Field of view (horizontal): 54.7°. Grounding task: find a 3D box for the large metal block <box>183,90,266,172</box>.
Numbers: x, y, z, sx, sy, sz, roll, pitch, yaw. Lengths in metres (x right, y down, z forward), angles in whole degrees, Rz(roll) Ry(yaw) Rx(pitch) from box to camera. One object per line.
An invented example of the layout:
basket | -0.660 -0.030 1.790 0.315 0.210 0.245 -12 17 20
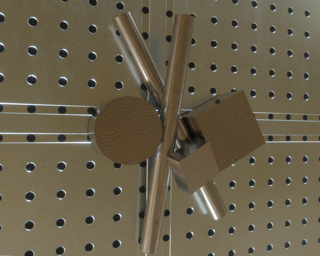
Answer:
large metal block | 0.085 0.003 0.426 0.080 0.050 0.080 -29 100 -18

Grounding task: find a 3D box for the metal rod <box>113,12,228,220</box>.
metal rod | 0.018 -0.009 0.415 0.025 0.025 0.299 -30 100 -18

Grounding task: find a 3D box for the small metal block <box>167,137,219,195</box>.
small metal block | 0.042 0.047 0.391 0.050 0.025 0.050 -31 116 -25

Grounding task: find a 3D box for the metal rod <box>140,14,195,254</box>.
metal rod | 0.008 0.011 0.391 0.025 0.025 0.298 7 96 -20

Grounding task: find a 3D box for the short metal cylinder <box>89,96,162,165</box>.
short metal cylinder | -0.044 0.003 0.380 0.081 0.050 0.079 0 90 -21
